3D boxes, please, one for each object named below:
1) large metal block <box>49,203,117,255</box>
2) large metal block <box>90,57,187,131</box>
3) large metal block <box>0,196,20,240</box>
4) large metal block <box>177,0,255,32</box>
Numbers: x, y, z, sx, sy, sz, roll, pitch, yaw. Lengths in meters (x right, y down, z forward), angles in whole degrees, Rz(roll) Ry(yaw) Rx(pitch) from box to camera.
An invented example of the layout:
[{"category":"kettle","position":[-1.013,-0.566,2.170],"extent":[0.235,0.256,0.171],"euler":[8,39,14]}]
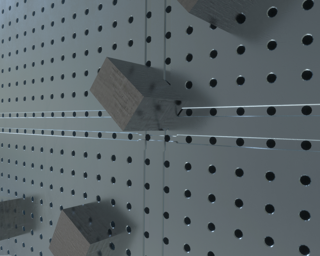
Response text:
[{"category":"large metal block","position":[-0.125,0.181,0.493],"extent":[0.080,0.050,0.079],"euler":[35,111,34]},{"category":"large metal block","position":[-0.028,-0.041,0.394],"extent":[0.080,0.081,0.050],"euler":[48,118,29]},{"category":"large metal block","position":[-0.353,0.196,0.680],"extent":[0.080,0.050,0.080],"euler":[-5,87,39]},{"category":"large metal block","position":[0.064,-0.156,0.320],"extent":[0.080,0.081,0.050],"euler":[-49,62,29]}]
